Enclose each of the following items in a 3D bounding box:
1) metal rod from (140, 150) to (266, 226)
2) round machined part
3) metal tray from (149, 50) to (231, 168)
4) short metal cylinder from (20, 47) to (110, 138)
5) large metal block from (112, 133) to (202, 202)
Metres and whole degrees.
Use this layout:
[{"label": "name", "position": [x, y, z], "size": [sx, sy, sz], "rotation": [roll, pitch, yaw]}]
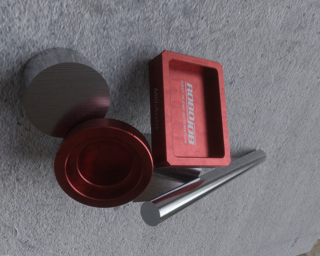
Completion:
[{"label": "metal rod", "position": [0.082, 0.066, 0.420], "size": [0.302, 0.025, 0.025], "rotation": [-11, 127, -52]}, {"label": "round machined part", "position": [-0.058, 0.033, 0.330], "size": [0.099, 0.042, 0.097], "rotation": [-3, 116, -5]}, {"label": "metal tray", "position": [0.035, -0.019, 0.365], "size": [0.091, 0.030, 0.129], "rotation": [5, 76, -31]}, {"label": "short metal cylinder", "position": [-0.097, -0.037, 0.317], "size": [0.081, 0.050, 0.079], "rotation": [-14, 125, -21]}, {"label": "large metal block", "position": [-0.006, 0.048, 0.400], "size": [0.081, 0.080, 0.050], "rotation": [4, 116, -31]}]
